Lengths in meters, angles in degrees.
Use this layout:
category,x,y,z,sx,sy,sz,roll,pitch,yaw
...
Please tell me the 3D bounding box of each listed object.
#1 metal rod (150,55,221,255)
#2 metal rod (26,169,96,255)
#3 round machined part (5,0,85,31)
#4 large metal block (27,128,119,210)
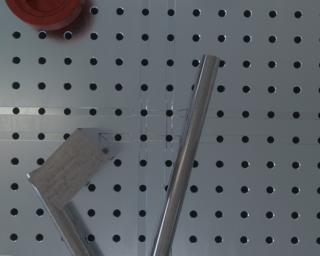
category,x,y,z,sx,sy,sz,roll,pitch,yaw
metal rod,0.031,0.050,0.413,0.025,0.025,0.298,15,90,0
metal rod,-0.092,0.186,0.412,0.025,0.025,0.299,-30,90,0
round machined part,-0.146,-0.175,0.404,0.099,0.042,0.097,0,90,0
large metal block,-0.102,0.046,0.385,0.050,0.080,0.080,44,90,0
